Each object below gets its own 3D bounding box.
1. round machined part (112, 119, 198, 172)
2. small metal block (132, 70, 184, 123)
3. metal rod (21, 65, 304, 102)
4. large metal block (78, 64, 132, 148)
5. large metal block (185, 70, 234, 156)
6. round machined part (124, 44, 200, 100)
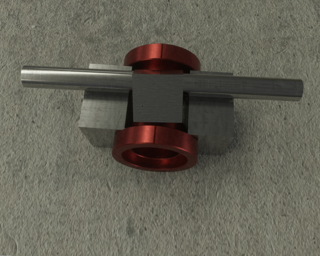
[{"bbox_3d":[-0.005,0.017,0.364,0.099,0.098,0.042,4,65,1],"label":"round machined part"},{"bbox_3d":[-0.002,-0.033,0.322,0.050,0.025,0.050,1,111,2],"label":"small metal block"},{"bbox_3d":[0.002,-0.049,0.342,0.302,0.025,0.025,3,70,1],"label":"metal rod"},{"bbox_3d":[-0.061,-0.023,0.388,0.050,0.080,0.080,4,70,1],"label":"large metal block"},{"bbox_3d":[0.058,-0.015,0.386,0.050,0.080,0.080,4,70,1],"label":"large metal block"},{"bbox_3d":[0.002,-0.061,0.393,0.099,0.098,0.042,4,71,1],"label":"round machined part"}]
